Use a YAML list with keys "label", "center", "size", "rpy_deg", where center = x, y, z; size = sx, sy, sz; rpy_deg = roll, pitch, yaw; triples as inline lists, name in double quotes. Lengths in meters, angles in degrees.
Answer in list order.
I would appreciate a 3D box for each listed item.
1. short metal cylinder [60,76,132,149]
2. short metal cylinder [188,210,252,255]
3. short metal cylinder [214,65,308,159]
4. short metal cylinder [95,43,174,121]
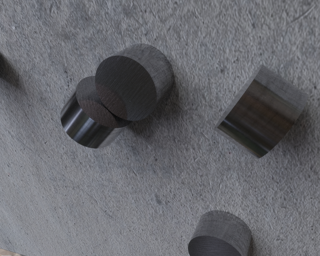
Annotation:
- label: "short metal cylinder"
  center: [-0.080, -0.020, 0.401]
  size: [0.080, 0.080, 0.050]
  rpy_deg: [44, 129, -3]
- label: "short metal cylinder"
  center: [0.087, 0.167, 0.448]
  size: [0.080, 0.050, 0.079]
  rpy_deg: [13, 124, 21]
- label: "short metal cylinder"
  center: [0.098, -0.016, 0.309]
  size: [0.050, 0.080, 0.079]
  rpy_deg: [35, 129, 5]
- label: "short metal cylinder"
  center: [-0.030, -0.055, 0.372]
  size: [0.080, 0.050, 0.079]
  rpy_deg: [13, 124, 21]
